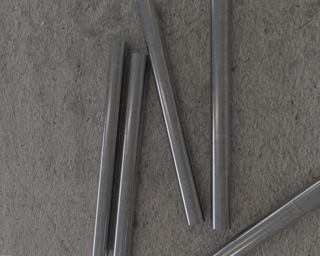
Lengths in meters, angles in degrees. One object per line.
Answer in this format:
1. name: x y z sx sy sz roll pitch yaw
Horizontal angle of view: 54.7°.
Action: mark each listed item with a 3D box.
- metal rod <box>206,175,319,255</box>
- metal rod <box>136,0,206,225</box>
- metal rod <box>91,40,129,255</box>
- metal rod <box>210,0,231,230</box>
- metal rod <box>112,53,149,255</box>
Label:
1. metal rod: 0.078 0.158 0.381 0.299 0.025 0.025 -42 77 15
2. metal rod: 0.013 -0.026 0.404 0.025 0.025 0.298 -14 85 19
3. metal rod: -0.070 0.030 0.433 0.025 0.025 0.298 6 92 20
4. metal rod: 0.075 -0.027 0.382 0.025 0.025 0.298 0 90 20
5. metal rod: -0.041 0.050 0.423 0.025 0.025 0.298 6 92 20
